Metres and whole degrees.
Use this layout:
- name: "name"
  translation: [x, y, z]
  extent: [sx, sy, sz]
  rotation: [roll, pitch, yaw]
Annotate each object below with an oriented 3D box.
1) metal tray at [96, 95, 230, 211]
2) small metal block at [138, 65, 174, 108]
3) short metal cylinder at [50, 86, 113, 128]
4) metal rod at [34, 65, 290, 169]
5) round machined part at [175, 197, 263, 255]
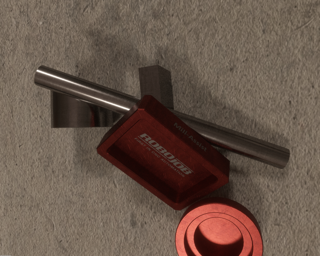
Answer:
- name: "metal tray"
  translation: [0.005, 0.034, 0.358]
  extent: [0.130, 0.030, 0.090]
  rotation: [39, 125, -14]
- name: "small metal block"
  translation: [-0.004, -0.050, 0.396]
  extent: [0.025, 0.050, 0.050]
  rotation: [-6, 88, 20]
- name: "short metal cylinder"
  translation: [-0.104, -0.026, 0.415]
  extent: [0.080, 0.080, 0.050]
  rotation: [-1, 90, 19]
- name: "metal rod"
  translation: [0.002, -0.013, 0.361]
  extent: [0.302, 0.025, 0.025]
  rotation: [19, 97, 1]
- name: "round machined part"
  translation: [0.070, 0.129, 0.370]
  extent: [0.098, 0.042, 0.097]
  rotation: [2, 98, 13]
